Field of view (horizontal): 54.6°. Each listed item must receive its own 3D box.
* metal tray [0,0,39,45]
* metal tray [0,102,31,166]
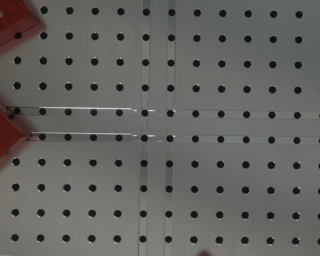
[{"bbox_3d":[-0.235,-0.178,0.409,0.090,0.030,0.130,-31,90,0],"label":"metal tray"},{"bbox_3d":[-0.252,-0.006,0.409,0.090,0.030,0.130,-45,90,0],"label":"metal tray"}]
